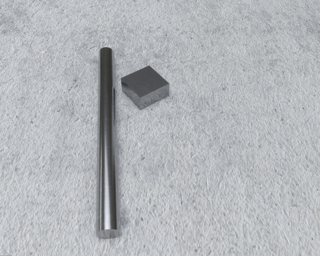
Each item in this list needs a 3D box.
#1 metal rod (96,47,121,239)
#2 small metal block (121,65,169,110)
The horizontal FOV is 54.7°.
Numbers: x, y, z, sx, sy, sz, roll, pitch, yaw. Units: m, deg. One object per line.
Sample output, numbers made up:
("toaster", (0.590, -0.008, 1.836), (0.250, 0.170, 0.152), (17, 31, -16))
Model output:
("metal rod", (-0.069, -0.007, 0.408), (0.025, 0.025, 0.300), (-5, 50, -5))
("small metal block", (-0.022, -0.060, 0.453), (0.050, 0.025, 0.050), (-29, 56, -23))
